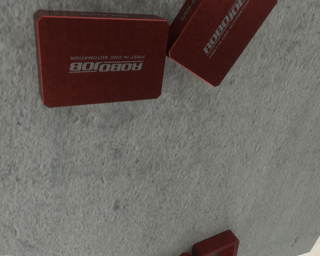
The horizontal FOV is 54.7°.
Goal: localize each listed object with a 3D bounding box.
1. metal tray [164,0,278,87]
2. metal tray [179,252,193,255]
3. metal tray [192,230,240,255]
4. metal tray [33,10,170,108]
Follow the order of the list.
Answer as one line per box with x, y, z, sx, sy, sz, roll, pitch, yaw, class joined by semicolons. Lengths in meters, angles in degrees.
0.069;-0.124;0.367;0.090;0.030;0.129;25;105;-38;metal tray
0.025;0.294;0.579;0.130;0.030;0.090;-37;123;10;metal tray
0.111;0.277;0.638;0.091;0.030;0.129;-14;125;-21;metal tray
-0.059;-0.073;0.327;0.131;0.030;0.089;-7;122;-25;metal tray
